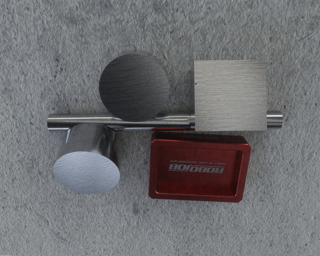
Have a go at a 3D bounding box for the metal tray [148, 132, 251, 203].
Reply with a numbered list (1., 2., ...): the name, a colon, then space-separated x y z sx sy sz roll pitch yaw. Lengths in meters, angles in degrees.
1. metal tray: 0.051 0.055 0.428 0.131 0.030 0.089 3 110 -2

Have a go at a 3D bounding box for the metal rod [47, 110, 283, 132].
1. metal rod: 0.007 -0.009 0.409 0.302 0.025 0.025 -1 110 0

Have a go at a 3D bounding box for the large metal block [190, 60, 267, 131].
1. large metal block: 0.079 -0.036 0.372 0.081 0.050 0.080 -1 89 0

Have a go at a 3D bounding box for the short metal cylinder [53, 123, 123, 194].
1. short metal cylinder: -0.090 0.040 0.399 0.081 0.050 0.079 -1 131 -1

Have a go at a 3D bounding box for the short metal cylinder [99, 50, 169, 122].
1. short metal cylinder: -0.029 -0.053 0.378 0.081 0.050 0.079 0 110 0
